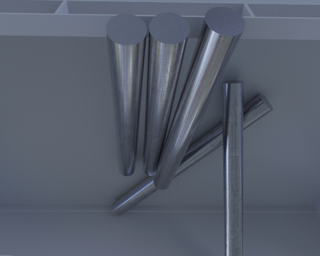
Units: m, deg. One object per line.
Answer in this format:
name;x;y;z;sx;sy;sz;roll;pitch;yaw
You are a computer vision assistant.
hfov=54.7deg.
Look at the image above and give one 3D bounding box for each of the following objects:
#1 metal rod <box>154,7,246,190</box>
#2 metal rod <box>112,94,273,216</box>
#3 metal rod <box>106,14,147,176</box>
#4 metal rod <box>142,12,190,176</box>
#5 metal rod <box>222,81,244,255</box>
metal rod;0.021;0.006;0.317;0.025;0.025;0.299;6;151;-5
metal rod;0.030;0.052;0.453;0.025;0.025;0.299;35;122;-26
metal rod;-0.035;0.000;0.326;0.025;0.025;0.299;4;156;-4
metal rod;-0.004;-0.001;0.325;0.025;0.025;0.299;3;156;-3
metal rod;0.096;0.089;0.405;0.025;0.025;0.298;-3;105;3
